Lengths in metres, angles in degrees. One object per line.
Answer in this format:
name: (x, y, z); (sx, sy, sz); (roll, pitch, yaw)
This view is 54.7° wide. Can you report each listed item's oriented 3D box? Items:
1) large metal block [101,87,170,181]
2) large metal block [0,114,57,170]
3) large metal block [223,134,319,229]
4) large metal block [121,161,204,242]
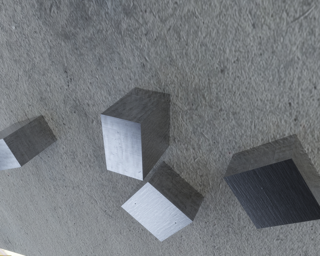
large metal block: (-0.027, 0.005, 0.388); (0.050, 0.080, 0.079); (14, 124, 21)
large metal block: (-0.235, 0.025, 0.510); (0.080, 0.080, 0.050); (-12, 113, 33)
large metal block: (0.134, 0.064, 0.359); (0.080, 0.050, 0.080); (-25, 105, 37)
large metal block: (0.003, 0.109, 0.456); (0.080, 0.050, 0.080); (42, 129, -1)
